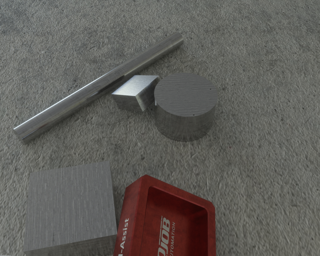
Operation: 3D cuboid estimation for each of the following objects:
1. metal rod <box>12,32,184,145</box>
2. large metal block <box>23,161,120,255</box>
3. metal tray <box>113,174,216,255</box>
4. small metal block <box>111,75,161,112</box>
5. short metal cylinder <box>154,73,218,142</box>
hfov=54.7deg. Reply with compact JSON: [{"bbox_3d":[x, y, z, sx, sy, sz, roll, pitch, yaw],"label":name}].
[{"bbox_3d":[-0.074,-0.071,0.461,0.025,0.025,0.302,37,59,26],"label":"metal rod"},{"bbox_3d":[-0.085,0.086,0.314,0.081,0.050,0.080,-8,51,-7],"label":"large metal block"},{"bbox_3d":[0.006,0.116,0.272,0.090,0.030,0.130,27,46,-23],"label":"metal tray"},{"bbox_3d":[-0.030,-0.050,0.432,0.050,0.025,0.050,10,45,43],"label":"small metal block"},{"bbox_3d":[0.033,-0.028,0.411,0.081,0.050,0.080,1,50,0],"label":"short metal cylinder"}]
